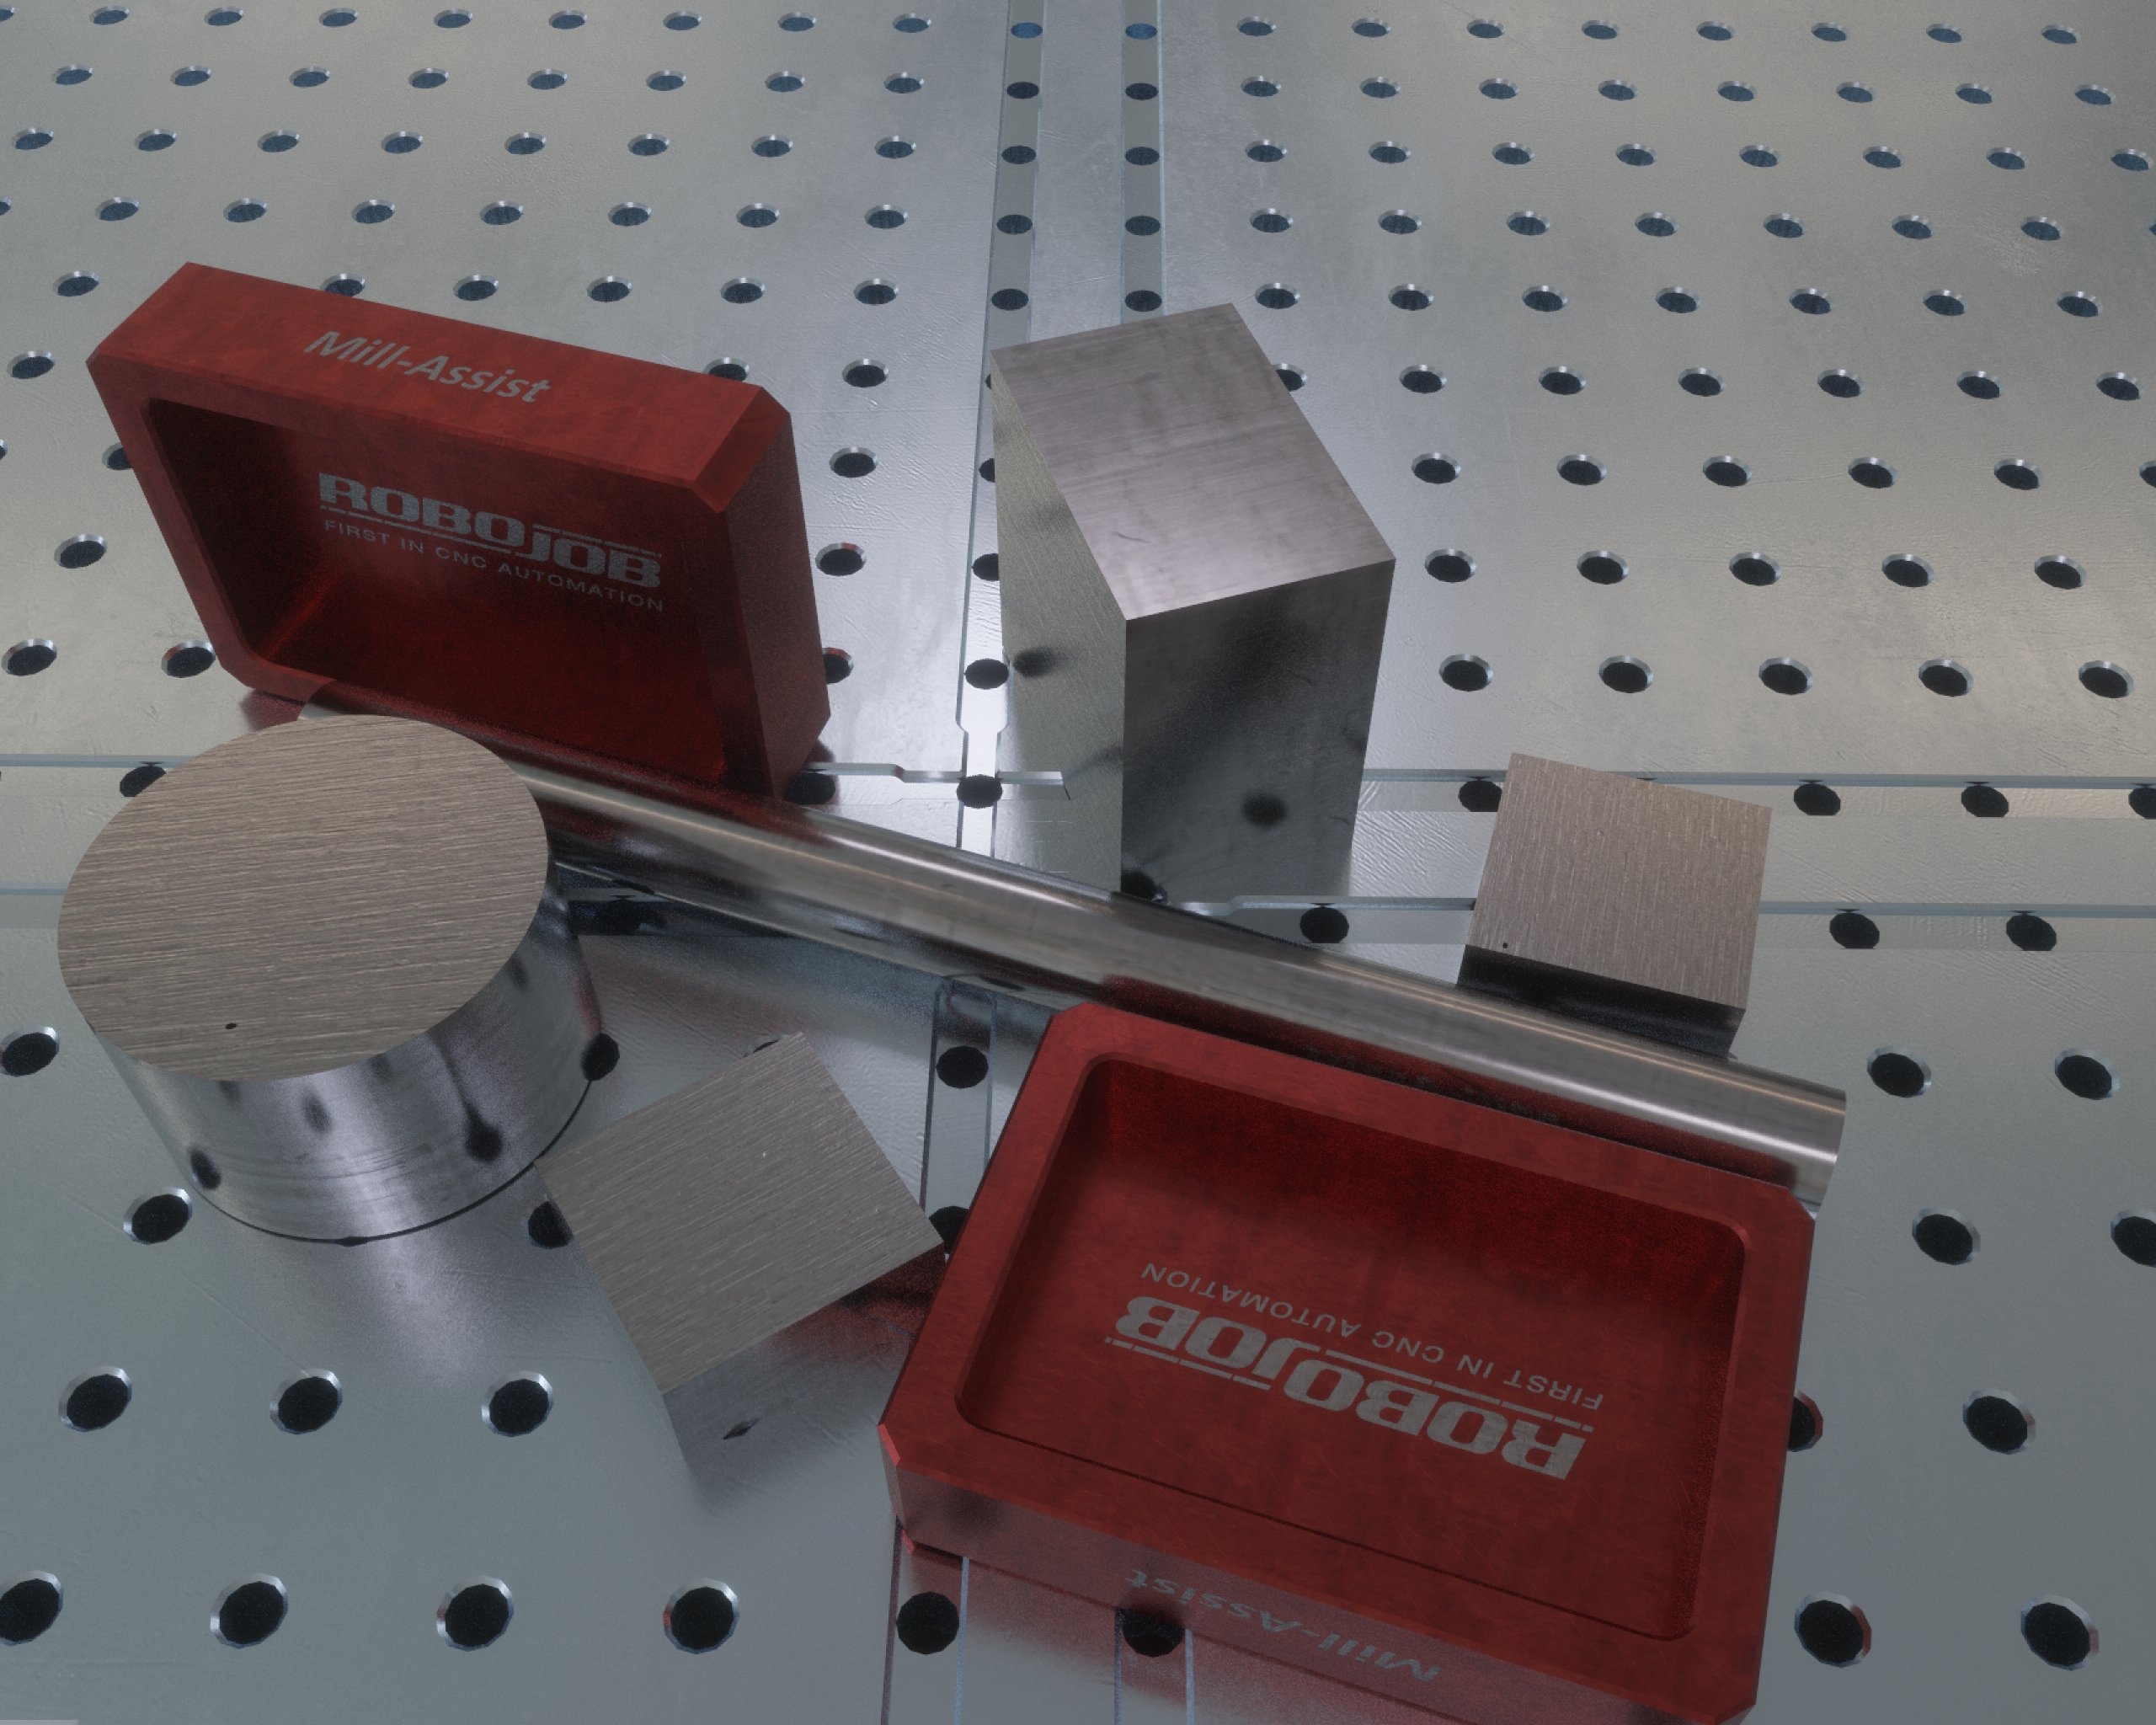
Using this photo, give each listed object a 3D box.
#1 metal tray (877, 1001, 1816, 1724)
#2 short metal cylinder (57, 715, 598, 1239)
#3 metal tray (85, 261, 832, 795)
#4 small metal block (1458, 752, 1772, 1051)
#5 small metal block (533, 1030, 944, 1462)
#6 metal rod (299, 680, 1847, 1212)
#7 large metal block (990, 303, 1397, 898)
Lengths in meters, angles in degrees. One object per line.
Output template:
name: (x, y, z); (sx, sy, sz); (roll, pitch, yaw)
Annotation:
metal tray: (0.045, 0.080, 0.336); (0.131, 0.030, 0.090); (14, 52, 11)
short metal cylinder: (-0.131, 0.020, 0.373); (0.080, 0.050, 0.080); (0, 50, 0)
metal tray: (-0.119, -0.062, 0.415); (0.131, 0.090, 0.030); (14, 52, 12)
small metal block: (0.102, 0.010, 0.399); (0.050, 0.025, 0.050); (13, 51, 11)
small metal block: (-0.057, 0.064, 0.354); (0.050, 0.025, 0.050); (-26, 55, -20)
metal rod: (-0.012, 0.013, 0.396); (0.301, 0.025, 0.025); (15, 52, 12)
large metal block: (0.020, -0.051, 0.417); (0.050, 0.080, 0.080); (-14, 52, -12)
